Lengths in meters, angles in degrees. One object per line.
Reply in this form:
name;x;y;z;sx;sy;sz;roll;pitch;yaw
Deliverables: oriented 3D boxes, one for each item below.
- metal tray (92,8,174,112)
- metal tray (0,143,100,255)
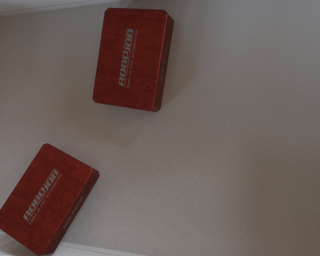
metal tray;-0.037;-0.092;0.420;0.090;0.030;0.129;10;93;19
metal tray;-0.158;0.098;0.438;0.090;0.030;0.130;25;76;18
